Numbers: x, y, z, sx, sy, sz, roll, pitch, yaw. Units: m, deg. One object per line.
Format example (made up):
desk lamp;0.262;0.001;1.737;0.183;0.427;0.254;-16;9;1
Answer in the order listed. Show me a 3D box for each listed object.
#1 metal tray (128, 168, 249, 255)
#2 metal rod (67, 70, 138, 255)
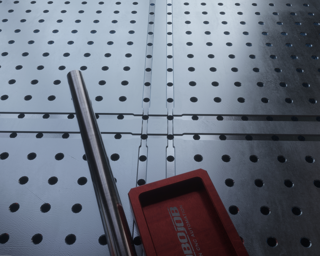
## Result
metal tray;0.028;0.111;0.310;0.091;0.030;0.130;-14;52;-12
metal rod;-0.079;0.030;0.381;0.025;0.025;0.300;-15;52;-12
